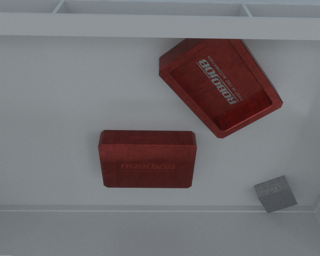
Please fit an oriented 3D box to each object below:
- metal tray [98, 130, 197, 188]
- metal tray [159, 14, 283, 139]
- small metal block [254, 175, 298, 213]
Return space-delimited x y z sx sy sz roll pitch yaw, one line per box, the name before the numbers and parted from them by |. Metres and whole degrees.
metal tray | -0.017 0.047 0.445 0.131 0.030 0.089 1 130 -1
metal tray | 0.072 -0.053 0.361 0.090 0.030 0.130 -32 124 24
small metal block | 0.189 0.109 0.505 0.050 0.025 0.050 -24 127 19
